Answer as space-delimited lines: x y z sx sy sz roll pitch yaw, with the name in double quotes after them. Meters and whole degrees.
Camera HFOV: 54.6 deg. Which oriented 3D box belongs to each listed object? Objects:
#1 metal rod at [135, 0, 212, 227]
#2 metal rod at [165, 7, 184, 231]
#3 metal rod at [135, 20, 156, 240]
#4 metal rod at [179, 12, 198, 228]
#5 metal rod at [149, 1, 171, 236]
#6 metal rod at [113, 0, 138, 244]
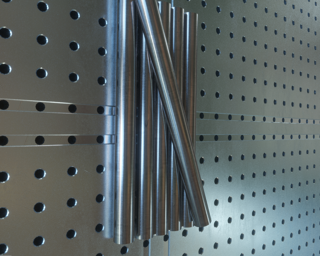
0.020 -0.012 0.392 0.025 0.025 0.298 -25 106 -37 "metal rod"
0.019 -0.012 0.425 0.025 0.025 0.298 1 89 -40 "metal rod"
-0.018 -0.013 0.391 0.025 0.025 0.298 1 89 -40 "metal rod"
0.039 -0.012 0.441 0.025 0.025 0.298 2 89 -40 "metal rod"
0.000 -0.013 0.407 0.025 0.025 0.298 1 89 -40 "metal rod"
-0.041 -0.015 0.372 0.025 0.025 0.298 1 89 -40 "metal rod"
